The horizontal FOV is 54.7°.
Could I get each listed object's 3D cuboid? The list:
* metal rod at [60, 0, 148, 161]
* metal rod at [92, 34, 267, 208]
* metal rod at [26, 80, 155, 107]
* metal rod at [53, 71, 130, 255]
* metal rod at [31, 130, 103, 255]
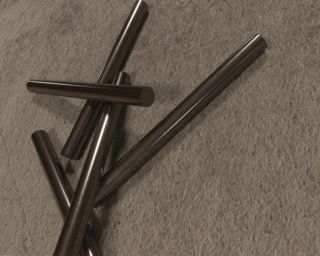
[{"bbox_3d":[-0.082,-0.089,0.499,0.025,0.025,0.300,7,65,31],"label":"metal rod"},{"bbox_3d":[0.021,-0.010,0.398,0.300,0.025,0.025,-43,51,-2],"label":"metal rod"},{"bbox_3d":[-0.125,-0.057,0.472,0.300,0.025,0.025,10,67,42],"label":"metal rod"},{"bbox_3d":[-0.080,0.039,0.392,0.025,0.025,0.300,-8,49,23],"label":"metal rod"},{"bbox_3d":[-0.117,0.102,0.400,0.025,0.025,0.300,-41,51,0],"label":"metal rod"}]
